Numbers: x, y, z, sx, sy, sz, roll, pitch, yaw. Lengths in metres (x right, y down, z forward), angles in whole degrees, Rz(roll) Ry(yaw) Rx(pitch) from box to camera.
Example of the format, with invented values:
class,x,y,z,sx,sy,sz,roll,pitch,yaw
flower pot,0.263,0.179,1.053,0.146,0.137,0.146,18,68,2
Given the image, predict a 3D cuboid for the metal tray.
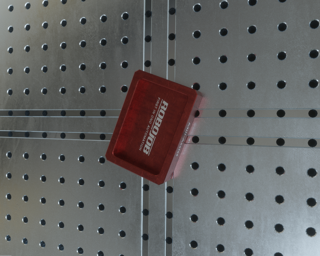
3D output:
class,x,y,z,sx,sy,sz,roll,pitch,yaw
metal tray,-0.010,-0.002,0.413,0.090,0.030,0.129,23,98,18
